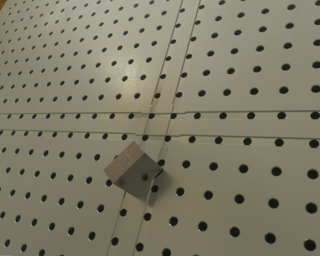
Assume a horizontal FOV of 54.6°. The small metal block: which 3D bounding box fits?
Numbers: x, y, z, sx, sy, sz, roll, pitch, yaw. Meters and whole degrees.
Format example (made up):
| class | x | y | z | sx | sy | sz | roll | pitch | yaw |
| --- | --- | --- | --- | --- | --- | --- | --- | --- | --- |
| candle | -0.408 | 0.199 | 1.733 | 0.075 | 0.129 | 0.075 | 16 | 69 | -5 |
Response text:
| class | x | y | z | sx | sy | sz | roll | pitch | yaw |
| --- | --- | --- | --- | --- | --- | --- | --- | --- | --- |
| small metal block | -0.032 | 0.051 | 0.379 | 0.050 | 0.050 | 0.025 | -44 | 51 | -2 |
